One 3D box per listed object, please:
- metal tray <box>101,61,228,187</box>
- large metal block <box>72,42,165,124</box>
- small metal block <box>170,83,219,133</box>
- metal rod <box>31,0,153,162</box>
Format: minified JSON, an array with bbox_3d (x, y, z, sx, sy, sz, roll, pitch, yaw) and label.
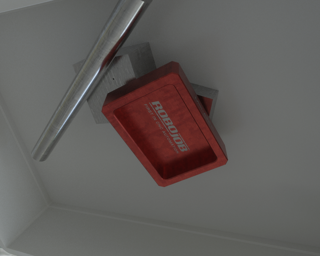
[{"bbox_3d":[0.009,0.002,0.347,0.090,0.030,0.130,-24,120,18],"label":"metal tray"},{"bbox_3d":[-0.048,-0.054,0.383,0.080,0.050,0.080,-3,117,29],"label":"large metal block"},{"bbox_3d":[0.038,-0.025,0.372,0.050,0.025,0.050,19,126,17],"label":"small metal block"},{"bbox_3d":[-0.099,-0.040,0.369,0.025,0.025,0.298,44,130,-3],"label":"metal rod"}]
